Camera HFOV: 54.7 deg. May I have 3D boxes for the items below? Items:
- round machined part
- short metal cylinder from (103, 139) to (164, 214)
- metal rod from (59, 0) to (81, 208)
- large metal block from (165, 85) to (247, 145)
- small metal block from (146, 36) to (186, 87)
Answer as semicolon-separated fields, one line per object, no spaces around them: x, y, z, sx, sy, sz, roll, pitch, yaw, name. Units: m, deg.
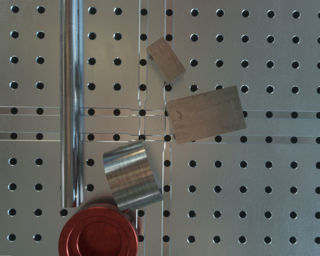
-0.077;0.147;0.404;0.099;0.042;0.097;0;90;-1;round machined part
-0.032;0.059;0.386;0.050;0.080;0.080;-20;90;0;short metal cylinder
-0.120;-0.046;0.411;0.025;0.025;0.298;0;90;-1;metal rod
0.052;-0.015;0.387;0.080;0.080;0.050;-13;90;0;large metal block
0.007;-0.084;0.401;0.025;0.050;0.050;-34;90;0;small metal block
